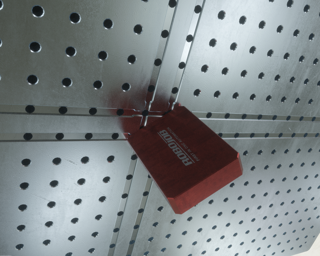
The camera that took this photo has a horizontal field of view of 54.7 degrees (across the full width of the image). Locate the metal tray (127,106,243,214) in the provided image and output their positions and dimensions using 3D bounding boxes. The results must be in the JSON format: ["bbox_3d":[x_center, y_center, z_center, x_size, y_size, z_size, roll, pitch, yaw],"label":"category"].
[{"bbox_3d":[0.025,0.031,0.377,0.090,0.130,0.030,-31,129,-9],"label":"metal tray"}]
